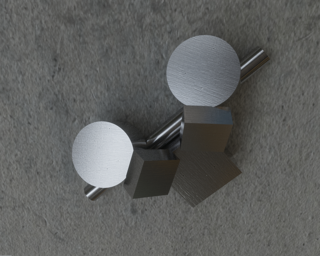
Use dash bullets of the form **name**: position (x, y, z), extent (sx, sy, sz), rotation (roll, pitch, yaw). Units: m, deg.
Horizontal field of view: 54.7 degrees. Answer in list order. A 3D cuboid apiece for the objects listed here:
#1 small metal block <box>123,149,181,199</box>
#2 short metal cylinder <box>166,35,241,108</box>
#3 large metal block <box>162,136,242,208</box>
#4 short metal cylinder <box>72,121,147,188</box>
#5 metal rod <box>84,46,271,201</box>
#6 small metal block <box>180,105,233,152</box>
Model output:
- **small metal block**: position (-0.010, 0.053, 0.364), extent (0.050, 0.025, 0.050), rotation (3, 114, -36)
- **short metal cylinder**: position (0.053, -0.062, 0.360), extent (0.080, 0.050, 0.079), rotation (0, 92, 15)
- **large metal block**: position (0.047, 0.045, 0.413), extent (0.080, 0.050, 0.080), rotation (-40, 106, 13)
- **short metal cylinder**: position (-0.062, 0.031, 0.393), extent (0.080, 0.050, 0.079), rotation (0, 92, 15)
- **metal rod**: position (0.014, 0.002, 0.411), extent (0.300, 0.025, 0.025), rotation (-39, 106, 13)
- **small metal block**: position (0.050, 0.002, 0.346), extent (0.050, 0.025, 0.050), rotation (2, 141, -1)
